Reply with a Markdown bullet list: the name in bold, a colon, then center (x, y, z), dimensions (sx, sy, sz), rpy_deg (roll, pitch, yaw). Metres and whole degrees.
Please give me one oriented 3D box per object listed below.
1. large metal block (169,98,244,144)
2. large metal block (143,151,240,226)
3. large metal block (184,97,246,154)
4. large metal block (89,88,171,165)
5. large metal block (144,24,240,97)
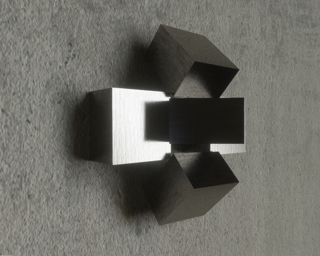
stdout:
- **large metal block**: center (0.053, -0.008, 0.374), dimensions (0.080, 0.080, 0.050), rpy_deg (0, 91, 4)
- **large metal block**: center (0.039, 0.076, 0.397), dimensions (0.081, 0.080, 0.050), rpy_deg (2, 46, -39)
- **large metal block**: center (0.082, -0.004, 0.458), dimensions (0.081, 0.050, 0.079), rpy_deg (0, 90, -40)
- **large metal block**: center (-0.034, -0.002, 0.363), dimensions (0.081, 0.050, 0.079), rpy_deg (-1, 91, -40)
- **large metal block**: center (0.039, -0.083, 0.398), dimensions (0.081, 0.080, 0.050), rpy_deg (0, 134, -40)
